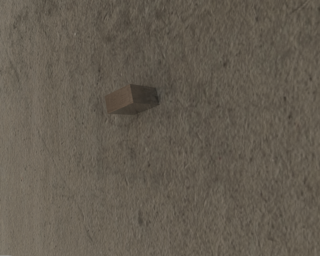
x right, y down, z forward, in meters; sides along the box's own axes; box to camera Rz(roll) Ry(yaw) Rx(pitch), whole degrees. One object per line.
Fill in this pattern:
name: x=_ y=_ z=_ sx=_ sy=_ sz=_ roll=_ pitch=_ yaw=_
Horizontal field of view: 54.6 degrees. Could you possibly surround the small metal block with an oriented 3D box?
small metal block: x=-0.038 y=-0.037 z=0.421 sx=0.050 sy=0.050 sz=0.025 roll=-19 pitch=78 yaw=38
